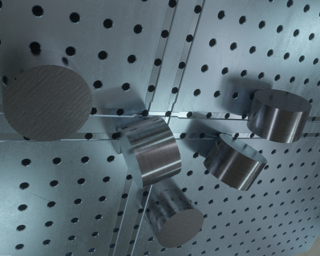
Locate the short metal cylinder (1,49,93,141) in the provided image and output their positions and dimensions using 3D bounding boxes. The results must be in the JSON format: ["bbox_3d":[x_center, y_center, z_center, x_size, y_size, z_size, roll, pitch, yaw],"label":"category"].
[{"bbox_3d":[-0.114,-0.033,0.313,0.081,0.050,0.079,-14,125,-21],"label":"short metal cylinder"}]

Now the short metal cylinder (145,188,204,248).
[{"bbox_3d":[0.023,0.145,0.499,0.081,0.050,0.079,-14,125,-21],"label":"short metal cylinder"}]

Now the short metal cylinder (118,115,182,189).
[{"bbox_3d":[-0.015,0.029,0.387,0.050,0.080,0.079,-20,126,-17],"label":"short metal cylinder"}]

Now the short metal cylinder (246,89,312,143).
[{"bbox_3d":[0.176,-0.020,0.462,0.081,0.080,0.050,-8,122,-25],"label":"short metal cylinder"}]

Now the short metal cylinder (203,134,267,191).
[{"bbox_3d":[0.114,0.051,0.472,0.081,0.080,0.050,16,110,-35],"label":"short metal cylinder"}]
